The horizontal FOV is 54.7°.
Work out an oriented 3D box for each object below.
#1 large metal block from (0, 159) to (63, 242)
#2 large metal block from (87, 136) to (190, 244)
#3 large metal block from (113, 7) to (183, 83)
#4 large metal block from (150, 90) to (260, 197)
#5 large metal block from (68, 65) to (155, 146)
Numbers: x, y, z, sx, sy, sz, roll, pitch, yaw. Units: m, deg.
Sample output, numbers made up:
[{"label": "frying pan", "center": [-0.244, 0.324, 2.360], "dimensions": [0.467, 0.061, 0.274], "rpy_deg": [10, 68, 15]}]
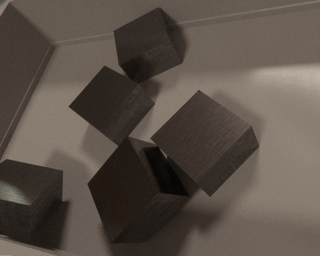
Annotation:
[{"label": "large metal block", "center": [-0.177, 0.086, 0.386], "dimensions": [0.080, 0.050, 0.080], "rpy_deg": [11, 22, 5]}, {"label": "large metal block", "center": [-0.027, 0.069, 0.345], "dimensions": [0.080, 0.050, 0.080], "rpy_deg": [-49, 49, 19]}, {"label": "large metal block", "center": [-0.020, -0.125, 0.475], "dimensions": [0.080, 0.050, 0.080], "rpy_deg": [-23, 53, 14]}, {"label": "large metal block", "center": [0.051, 0.016, 0.352], "dimensions": [0.080, 0.050, 0.080], "rpy_deg": [-45, 51, -4]}, {"label": "large metal block", "center": [-0.069, -0.033, 0.444], "dimensions": [0.080, 0.050, 0.080], "rpy_deg": [32, 79, 37]}]
